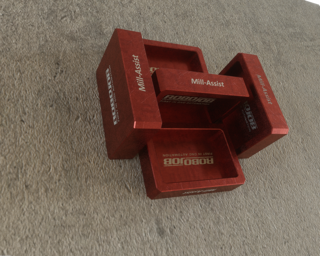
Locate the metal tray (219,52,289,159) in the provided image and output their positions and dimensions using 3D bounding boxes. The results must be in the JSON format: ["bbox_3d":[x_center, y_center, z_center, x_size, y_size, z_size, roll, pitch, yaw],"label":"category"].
[{"bbox_3d":[0.120,-0.031,0.447,0.030,0.090,0.130,1,61,-28],"label":"metal tray"}]

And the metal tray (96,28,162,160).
[{"bbox_3d":[-0.042,-0.038,0.364,0.030,0.090,0.130,1,62,-28],"label":"metal tray"}]

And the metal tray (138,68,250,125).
[{"bbox_3d":[0.039,-0.034,0.407,0.131,0.090,0.030,1,63,-28],"label":"metal tray"}]

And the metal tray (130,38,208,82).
[{"bbox_3d":[0.010,-0.082,0.457,0.131,0.030,0.090,0,65,-28],"label":"metal tray"}]

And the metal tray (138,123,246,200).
[{"bbox_3d":[0.039,0.039,0.401,0.131,0.030,0.090,1,60,-28],"label":"metal tray"}]
